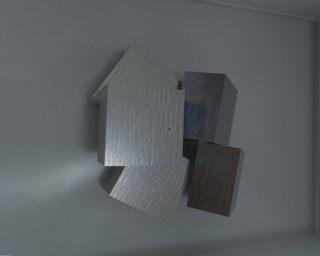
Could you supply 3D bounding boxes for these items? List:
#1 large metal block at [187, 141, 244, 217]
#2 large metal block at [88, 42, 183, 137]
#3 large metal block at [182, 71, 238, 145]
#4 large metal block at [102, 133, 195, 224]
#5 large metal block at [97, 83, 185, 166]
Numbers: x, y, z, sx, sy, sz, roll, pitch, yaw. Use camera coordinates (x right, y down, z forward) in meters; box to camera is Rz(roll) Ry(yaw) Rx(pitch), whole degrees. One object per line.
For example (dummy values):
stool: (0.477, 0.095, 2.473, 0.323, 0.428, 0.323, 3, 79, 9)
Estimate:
large metal block: (0.076, 0.064, 0.402, 0.050, 0.080, 0.080, 10, 86, 19)
large metal block: (-0.030, -0.045, 0.386, 0.080, 0.050, 0.080, 38, 78, -17)
large metal block: (0.061, -0.021, 0.397, 0.080, 0.050, 0.080, 19, 81, -65)
large metal block: (-0.014, 0.060, 0.389, 0.080, 0.050, 0.080, 31, 80, -18)
large metal block: (-0.022, -0.001, 0.334, 0.081, 0.050, 0.080, 3, 88, -19)
